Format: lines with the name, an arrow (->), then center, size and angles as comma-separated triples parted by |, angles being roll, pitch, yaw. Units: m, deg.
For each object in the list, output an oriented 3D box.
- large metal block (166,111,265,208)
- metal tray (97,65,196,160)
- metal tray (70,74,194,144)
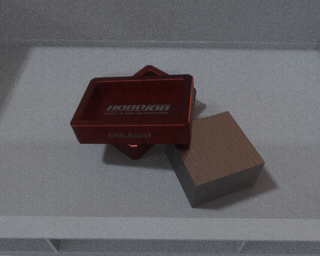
large metal block -> 0.059, 0.034, 0.361 | 0.081, 0.050, 0.080 | -16, 52, -14
metal tray -> -0.023, -0.027, 0.424 | 0.090, 0.030, 0.131 | 32, 57, 24
metal tray -> -0.027, -0.024, 0.365 | 0.131, 0.030, 0.090 | 0, 44, 10
